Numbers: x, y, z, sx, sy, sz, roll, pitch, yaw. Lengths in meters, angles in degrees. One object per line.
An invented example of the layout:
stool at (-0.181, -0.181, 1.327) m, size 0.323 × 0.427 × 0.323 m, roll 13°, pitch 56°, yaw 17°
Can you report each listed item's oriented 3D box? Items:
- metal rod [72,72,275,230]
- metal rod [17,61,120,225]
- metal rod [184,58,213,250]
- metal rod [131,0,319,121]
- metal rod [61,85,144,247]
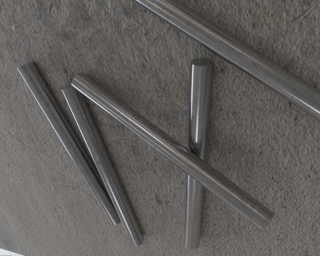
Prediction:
metal rod at (0.005, 0.020, 0.389) m, size 0.300 × 0.025 × 0.025 m, roll 36°, pitch 129°, yaw 14°
metal rod at (-0.137, 0.035, 0.500) m, size 0.025 × 0.025 × 0.299 m, roll -13°, pitch 112°, yaw 33°
metal rod at (0.048, 0.055, 0.415) m, size 0.025 × 0.025 × 0.298 m, roll 12°, pitch 124°, yaw 21°
metal rod at (0.090, -0.069, 0.316) m, size 0.301 × 0.025 × 0.025 m, roll 34°, pitch 129°, yaw 5°
metal rod at (-0.084, 0.071, 0.495) m, size 0.025 × 0.025 × 0.298 m, roll -5°, pitch 116°, yaw 30°
